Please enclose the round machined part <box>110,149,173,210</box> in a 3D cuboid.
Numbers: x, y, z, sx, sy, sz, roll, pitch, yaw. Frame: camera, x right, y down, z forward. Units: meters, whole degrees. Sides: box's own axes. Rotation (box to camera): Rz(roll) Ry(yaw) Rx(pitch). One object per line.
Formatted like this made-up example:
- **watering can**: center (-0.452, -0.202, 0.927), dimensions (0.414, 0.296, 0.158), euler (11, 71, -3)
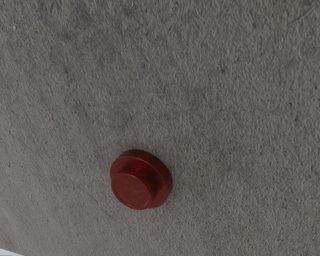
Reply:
- **round machined part**: center (-0.034, 0.084, 0.466), dimensions (0.098, 0.042, 0.097), euler (13, 124, 21)
